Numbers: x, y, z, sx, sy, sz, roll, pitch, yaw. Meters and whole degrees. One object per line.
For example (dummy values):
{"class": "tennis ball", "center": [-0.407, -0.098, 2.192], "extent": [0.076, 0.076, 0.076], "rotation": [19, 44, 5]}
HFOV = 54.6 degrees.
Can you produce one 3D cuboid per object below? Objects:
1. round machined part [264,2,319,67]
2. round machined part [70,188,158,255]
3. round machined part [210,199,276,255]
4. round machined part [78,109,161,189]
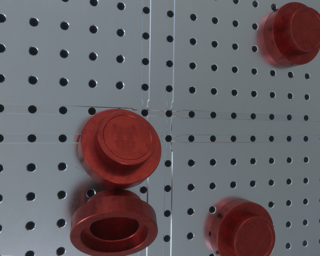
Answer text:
{"class": "round machined part", "center": [0.216, -0.147, 0.482], "extent": [0.099, 0.042, 0.097], "rotation": [0, 90, -20]}
{"class": "round machined part", "center": [-0.054, 0.109, 0.366], "extent": [0.099, 0.042, 0.097], "rotation": [-5, 131, -6]}
{"class": "round machined part", "center": [0.126, 0.157, 0.450], "extent": [0.099, 0.042, 0.097], "rotation": [0, 90, -20]}
{"class": "round machined part", "center": [-0.044, 0.019, 0.366], "extent": [0.099, 0.042, 0.098], "rotation": [11, 59, -19]}
